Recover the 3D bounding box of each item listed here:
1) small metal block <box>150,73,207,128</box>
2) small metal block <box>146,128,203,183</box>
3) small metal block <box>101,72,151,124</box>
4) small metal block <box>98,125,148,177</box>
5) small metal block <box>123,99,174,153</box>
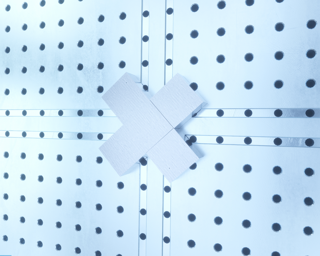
[{"bbox_3d":[0.024,-0.035,0.403,0.050,0.025,0.050,-43,77,14],"label":"small metal block"},{"bbox_3d":[0.019,0.035,0.405,0.050,0.025,0.050,-42,77,14],"label":"small metal block"},{"bbox_3d":[-0.043,-0.040,0.427,0.050,0.025,0.050,-42,77,14],"label":"small metal block"},{"bbox_3d":[-0.047,0.031,0.428,0.050,0.025,0.050,-43,77,14],"label":"small metal block"},{"bbox_3d":[-0.012,-0.002,0.415,0.050,0.025,0.050,-43,77,14],"label":"small metal block"}]
